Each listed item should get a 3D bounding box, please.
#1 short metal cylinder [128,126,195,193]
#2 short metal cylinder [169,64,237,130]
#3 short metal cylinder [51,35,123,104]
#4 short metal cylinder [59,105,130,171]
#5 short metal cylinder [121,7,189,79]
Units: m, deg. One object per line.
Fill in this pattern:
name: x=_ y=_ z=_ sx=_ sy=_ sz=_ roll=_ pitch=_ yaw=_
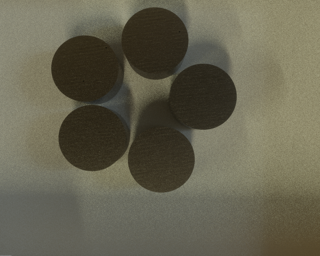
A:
short metal cylinder: x=0.002 y=0.038 z=0.397 sx=0.081 sy=0.050 sz=0.080 roll=0 pitch=90 yaw=0
short metal cylinder: x=0.052 y=-0.038 z=0.397 sx=0.081 sy=0.050 sz=0.080 roll=0 pitch=90 yaw=0
short metal cylinder: x=-0.090 y=-0.071 z=0.396 sx=0.081 sy=0.050 sz=0.080 roll=0 pitch=90 yaw=0
short metal cylinder: x=-0.081 y=0.012 z=0.396 sx=0.081 sy=0.050 sz=0.080 roll=0 pitch=90 yaw=0
short metal cylinder: x=-0.006 y=-0.105 z=0.397 sx=0.081 sy=0.050 sz=0.080 roll=0 pitch=90 yaw=0
